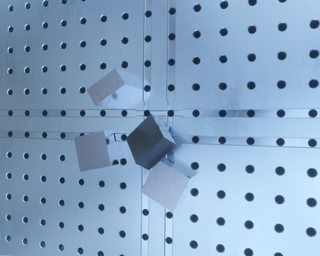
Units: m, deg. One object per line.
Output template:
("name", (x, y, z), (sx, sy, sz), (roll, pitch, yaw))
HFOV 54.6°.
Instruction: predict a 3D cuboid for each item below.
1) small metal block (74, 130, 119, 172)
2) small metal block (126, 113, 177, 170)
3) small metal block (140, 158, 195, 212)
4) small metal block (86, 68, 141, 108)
("small metal block", (-0.091, 0.033, 0.445), (0.050, 0.025, 0.050), (-13, 86, 19))
("small metal block", (-0.013, 0.018, 0.405), (0.050, 0.025, 0.050), (-44, 42, 14))
("small metal block", (0.010, 0.074, 0.409), (0.050, 0.025, 0.050), (29, 99, 17))
("small metal block", (-0.062, -0.053, 0.422), (0.050, 0.050, 0.025), (-32, 80, 17))
